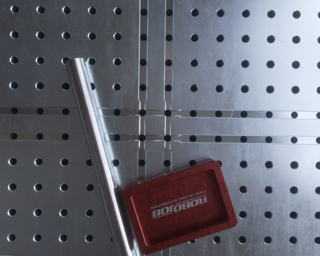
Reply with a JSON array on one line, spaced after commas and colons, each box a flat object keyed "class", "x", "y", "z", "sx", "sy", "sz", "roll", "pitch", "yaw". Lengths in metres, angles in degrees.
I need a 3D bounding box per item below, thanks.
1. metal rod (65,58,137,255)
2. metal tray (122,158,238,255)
[{"class": "metal rod", "x": -0.075, "y": 0.055, "z": 0.412, "sx": 0.025, "sy": 0.025, "sz": 0.298, "roll": -15, "pitch": 90, "yaw": 0}, {"class": "metal tray", "x": 0.026, "y": 0.102, "z": 0.411, "sx": 0.131, "sy": 0.030, "sz": 0.090, "roll": -18, "pitch": 90, "yaw": -1}]
